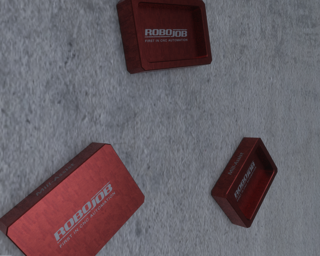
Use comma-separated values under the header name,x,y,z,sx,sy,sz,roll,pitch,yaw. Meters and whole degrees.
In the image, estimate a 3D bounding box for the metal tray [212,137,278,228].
name,x,y,z,sx,sy,sz,roll,pitch,yaw
metal tray,0.149,0.090,0.529,0.130,0.030,0.090,-52,121,-28

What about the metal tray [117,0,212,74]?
name,x,y,z,sx,sy,sz,roll,pitch,yaw
metal tray,0.012,-0.124,0.412,0.131,0.030,0.089,-15,100,-39

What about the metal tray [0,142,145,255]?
name,x,y,z,sx,sy,sz,roll,pitch,yaw
metal tray,-0.086,0.088,0.331,0.131,0.030,0.090,-44,117,-31
